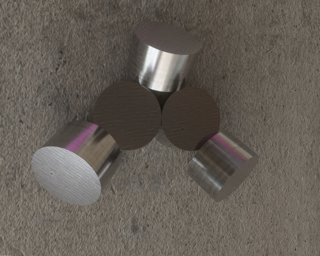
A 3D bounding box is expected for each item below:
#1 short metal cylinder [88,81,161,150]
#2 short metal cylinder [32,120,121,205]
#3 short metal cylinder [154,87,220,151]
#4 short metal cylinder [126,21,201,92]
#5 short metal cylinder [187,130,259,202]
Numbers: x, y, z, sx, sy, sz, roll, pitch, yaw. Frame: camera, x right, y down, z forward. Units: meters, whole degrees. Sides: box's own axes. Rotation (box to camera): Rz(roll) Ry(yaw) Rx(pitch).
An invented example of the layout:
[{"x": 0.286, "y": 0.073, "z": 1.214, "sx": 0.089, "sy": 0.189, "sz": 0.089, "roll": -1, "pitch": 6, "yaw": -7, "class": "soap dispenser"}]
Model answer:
[{"x": -0.045, "y": -0.014, "z": 0.380, "sx": 0.081, "sy": 0.050, "sz": 0.080, "roll": 0, "pitch": 90, "yaw": -20, "class": "short metal cylinder"}, {"x": -0.090, "y": 0.038, "z": 0.341, "sx": 0.080, "sy": 0.080, "sz": 0.050, "roll": 48, "pitch": 35, "yaw": -14, "class": "short metal cylinder"}, {"x": 0.031, "y": -0.011, "z": 0.408, "sx": 0.081, "sy": 0.050, "sz": 0.080, "roll": 0, "pitch": 90, "yaw": -20, "class": "short metal cylinder"}, {"x": 0.003, "y": -0.088, "z": 0.376, "sx": 0.081, "sy": 0.080, "sz": 0.050, "roll": 2, "pitch": 132, "yaw": -20, "class": "short metal cylinder"}, {"x": 0.082, "y": 0.050, "z": 0.405, "sx": 0.080, "sy": 0.080, "sz": 0.050, "roll": -39, "pitch": 61, "yaw": -16, "class": "short metal cylinder"}]
